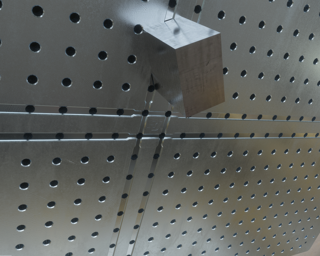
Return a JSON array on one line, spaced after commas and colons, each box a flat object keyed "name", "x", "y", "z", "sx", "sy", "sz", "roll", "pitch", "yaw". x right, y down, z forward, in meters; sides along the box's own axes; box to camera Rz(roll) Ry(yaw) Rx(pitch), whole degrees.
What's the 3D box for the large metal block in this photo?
[{"name": "large metal block", "x": 0.027, "y": -0.071, "z": 0.348, "sx": 0.050, "sy": 0.080, "sz": 0.080, "roll": -23, "pitch": 127, "yaw": -15}]
